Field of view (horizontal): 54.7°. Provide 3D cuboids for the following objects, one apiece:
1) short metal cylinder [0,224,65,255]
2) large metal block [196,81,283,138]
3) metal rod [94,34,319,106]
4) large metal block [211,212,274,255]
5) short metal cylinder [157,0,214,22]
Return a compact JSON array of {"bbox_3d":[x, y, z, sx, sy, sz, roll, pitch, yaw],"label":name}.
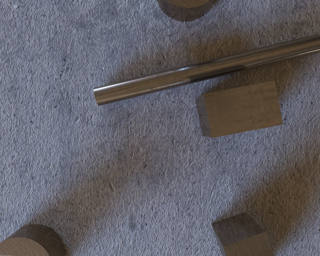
[{"bbox_3d":[-0.169,0.171,0.396,0.081,0.050,0.080,0,90,0],"label":"short metal cylinder"},{"bbox_3d":[0.093,-0.021,0.383,0.080,0.080,0.050,-11,90,0],"label":"large metal block"},{"bbox_3d":[0.063,-0.077,0.410,0.302,0.025,0.025,-14,90,0],"label":"metal rod"},{"bbox_3d":[0.107,0.161,0.384,0.050,0.080,0.080,-19,90,0],"label":"large metal block"},{"bbox_3d":[0.035,-0.185,0.398,0.081,0.050,0.080,0,90,0],"label":"short metal cylinder"}]
